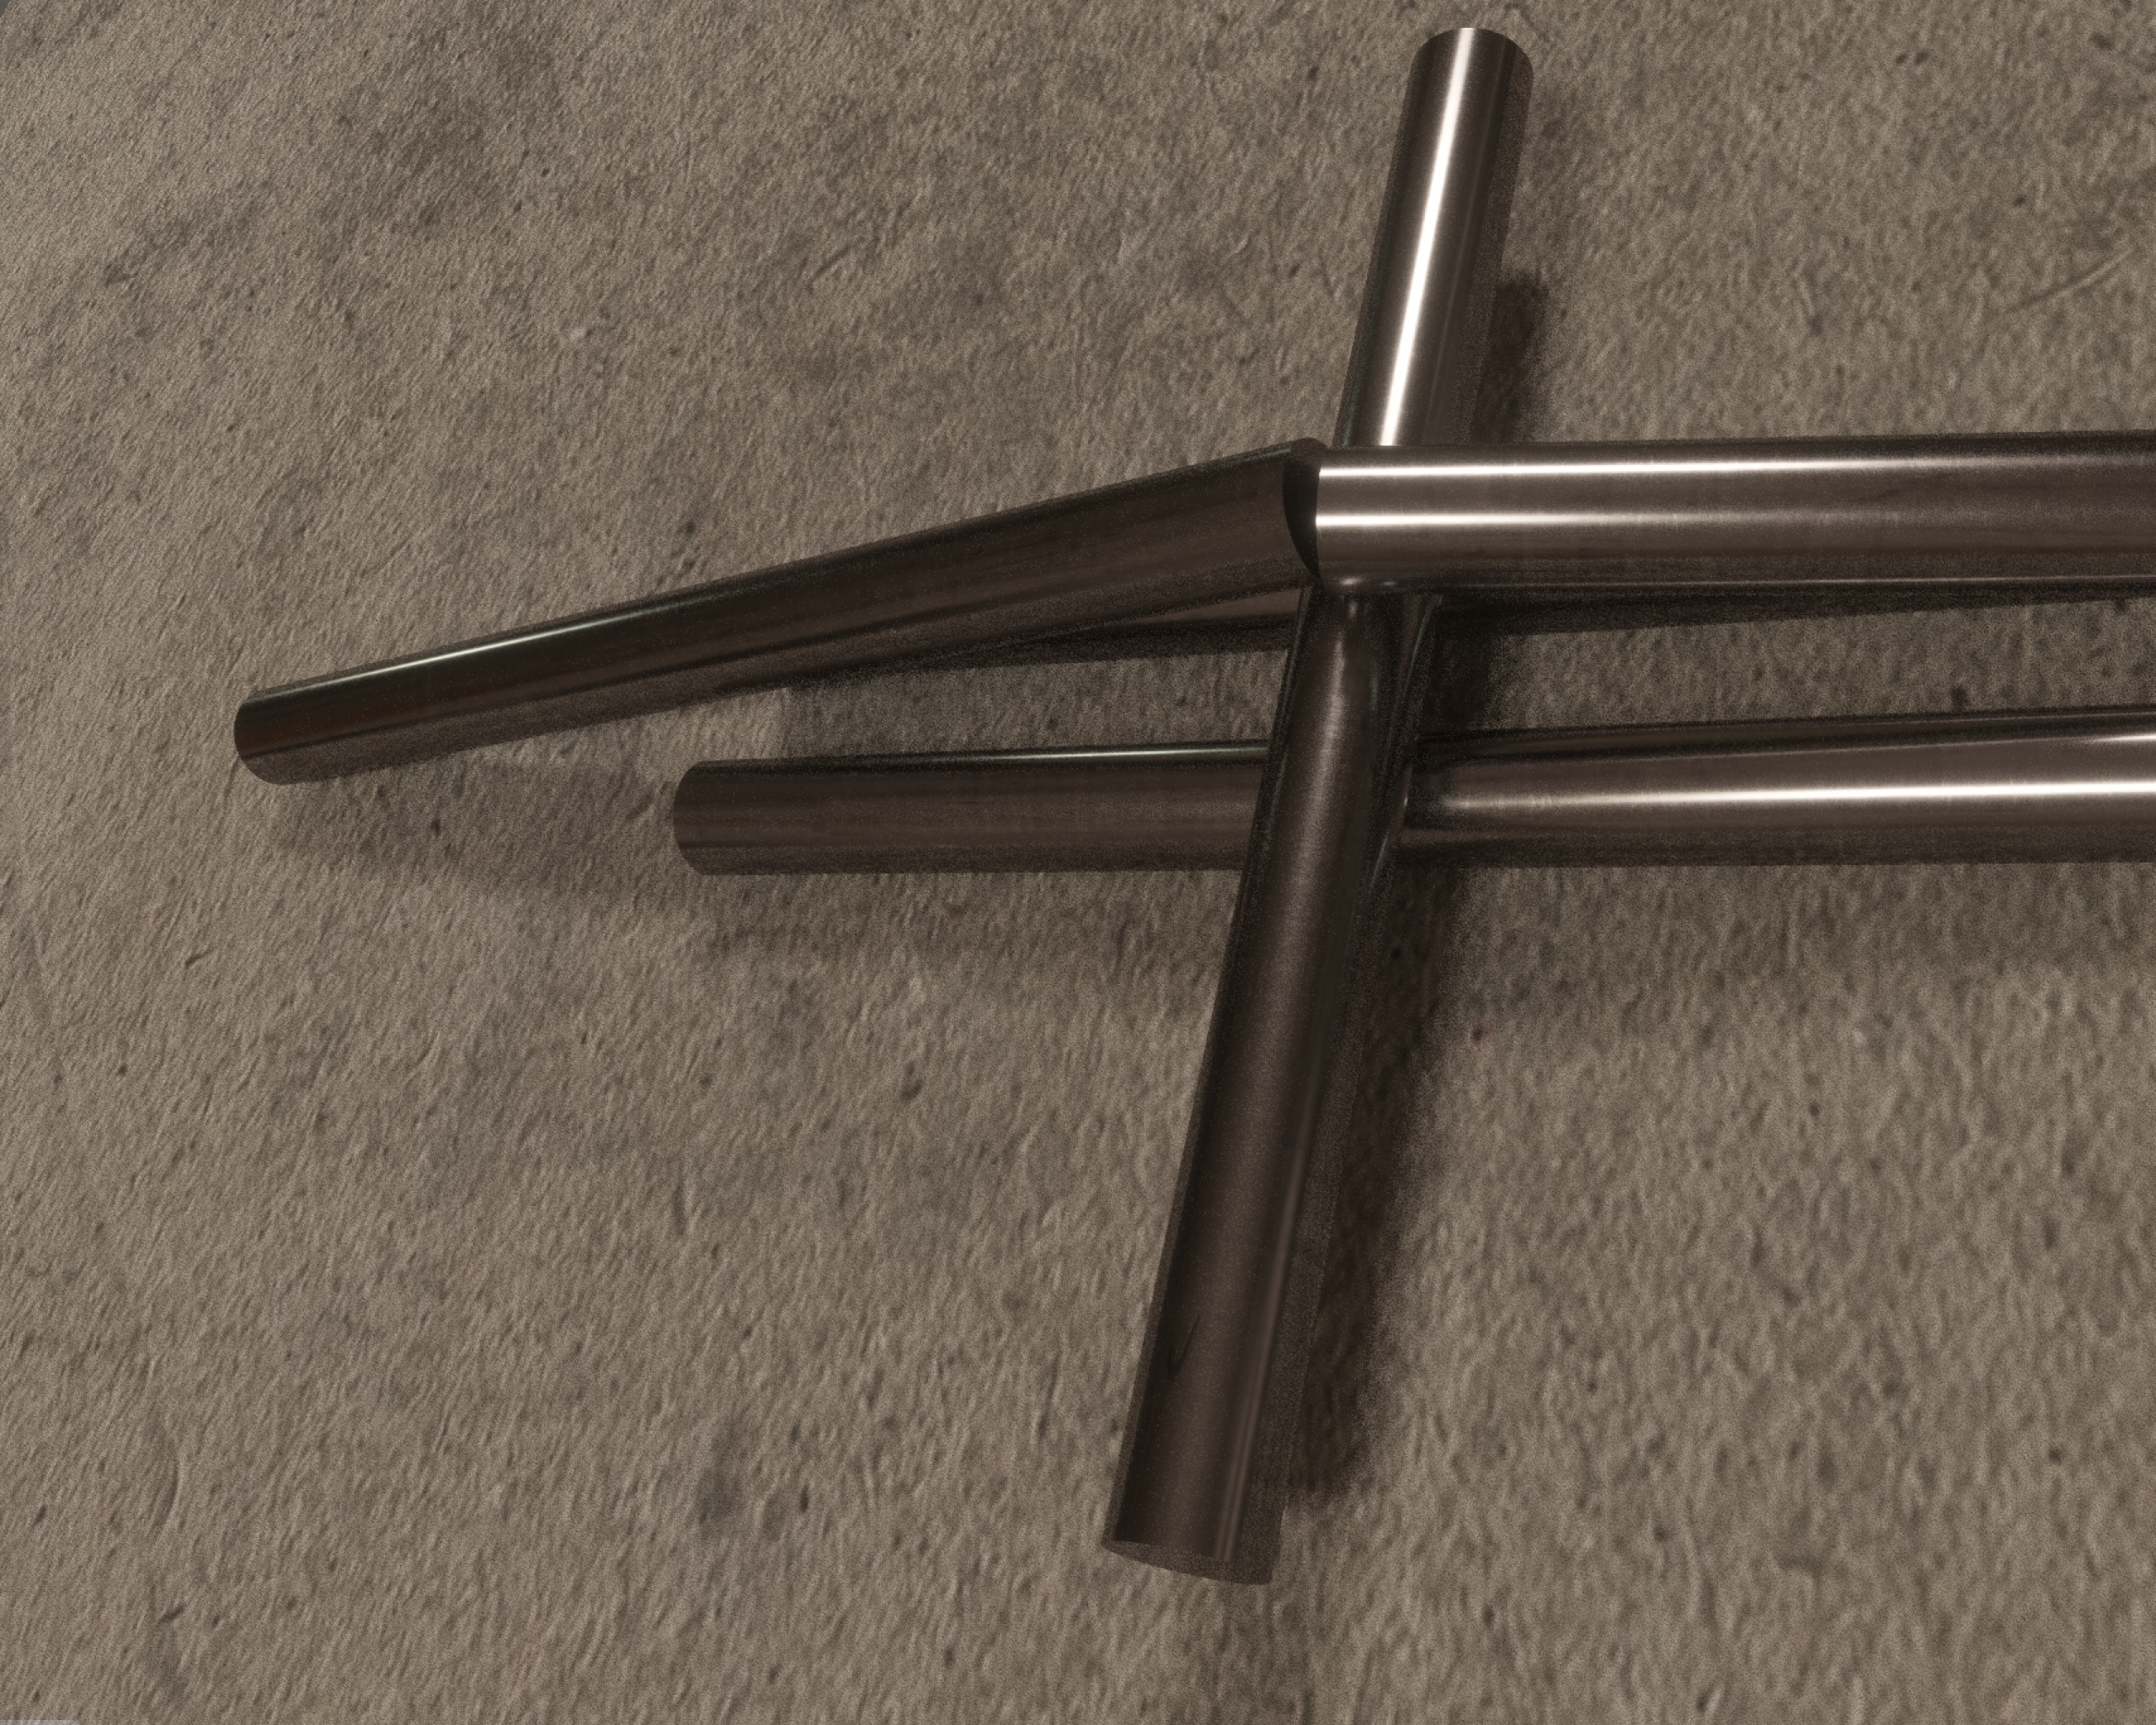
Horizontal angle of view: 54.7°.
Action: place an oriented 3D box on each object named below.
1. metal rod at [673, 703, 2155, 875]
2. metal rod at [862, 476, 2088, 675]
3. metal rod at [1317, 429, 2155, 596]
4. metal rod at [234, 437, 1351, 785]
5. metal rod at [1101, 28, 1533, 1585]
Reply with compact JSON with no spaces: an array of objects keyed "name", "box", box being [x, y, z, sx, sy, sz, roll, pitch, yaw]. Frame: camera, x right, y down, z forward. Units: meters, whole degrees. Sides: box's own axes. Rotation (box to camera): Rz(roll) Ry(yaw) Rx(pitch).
[{"name":"metal rod","box":[0.054,-0.011,0.382,0.300,0.025,0.025,-1,62,27]},{"name":"metal rod","box":[0.066,-0.055,0.403,0.300,0.025,0.025,-1,62,27]},{"name":"metal rod","box":[0.186,-0.052,0.307,0.301,0.025,0.025,2,62,17]},{"name":"metal rod","box":[-0.080,-0.046,0.442,0.300,0.025,0.025,-7,58,35]},{"name":"metal rod","box":[0.048,-0.030,0.365,0.025,0.025,0.300,0,61,28]}]
